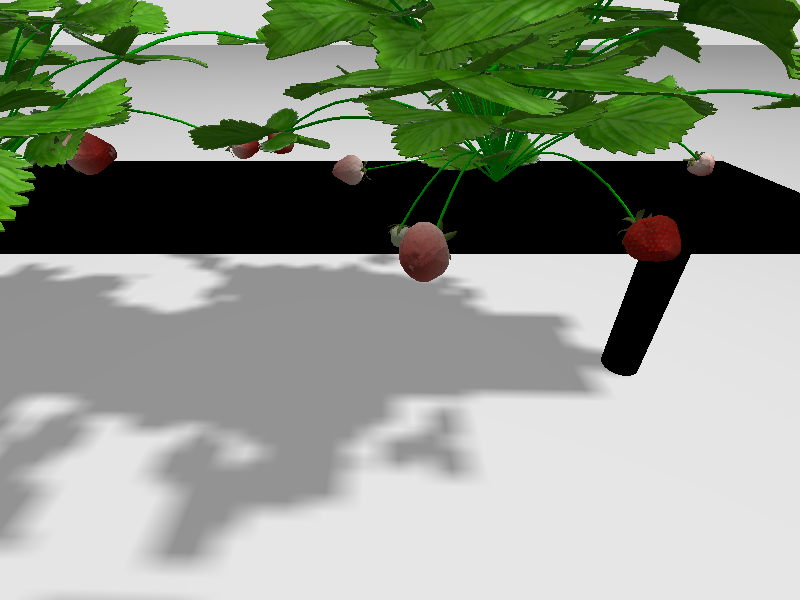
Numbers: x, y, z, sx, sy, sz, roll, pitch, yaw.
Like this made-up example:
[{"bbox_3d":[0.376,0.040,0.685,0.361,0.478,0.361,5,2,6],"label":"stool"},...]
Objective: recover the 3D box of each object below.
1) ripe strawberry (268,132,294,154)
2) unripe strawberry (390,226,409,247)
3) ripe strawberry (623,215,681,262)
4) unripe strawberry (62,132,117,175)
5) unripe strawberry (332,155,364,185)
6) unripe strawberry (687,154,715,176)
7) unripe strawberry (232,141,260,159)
[{"bbox_3d":[-0.128,-0.168,0.426,0.028,0.028,0.026,-33,11,40],"label":"ripe strawberry"},{"bbox_3d":[0.000,-0.038,0.244,0.014,0.013,0.013,21,21,27],"label":"unripe strawberry"},{"bbox_3d":[0.141,-0.032,0.223,0.029,0.027,0.026,-12,-41,-17],"label":"ripe strawberry"},{"bbox_3d":[-0.277,-0.131,0.359,0.037,0.037,0.041,-7,35,-12],"label":"unripe strawberry"},{"bbox_3d":[-0.045,-0.111,0.342,0.026,0.025,0.024,-2,34,-2],"label":"unripe strawberry"},{"bbox_3d":[0.272,-0.121,0.360,0.022,0.019,0.022,27,27,-22],"label":"unripe strawberry"},{"bbox_3d":[-0.156,-0.156,0.405,0.028,0.027,0.030,-6,34,-19],"label":"unripe strawberry"}]
